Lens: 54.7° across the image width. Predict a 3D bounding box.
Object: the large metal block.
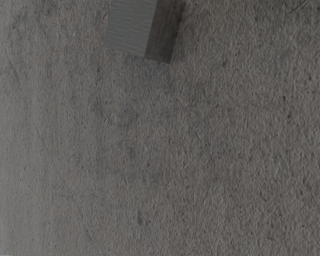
[{"bbox_3d":[-0.023,-0.135,0.407,0.080,0.050,0.079,24,105,37],"label":"large metal block"}]
